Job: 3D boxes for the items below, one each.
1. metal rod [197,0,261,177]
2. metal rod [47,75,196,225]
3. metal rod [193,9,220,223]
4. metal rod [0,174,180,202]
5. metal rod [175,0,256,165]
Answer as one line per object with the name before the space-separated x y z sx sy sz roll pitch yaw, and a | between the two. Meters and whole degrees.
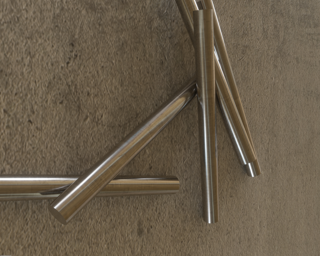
metal rod | 0.114 -0.055 0.499 0.025 0.025 0.298 -33 111 -35
metal rod | -0.009 -0.003 0.377 0.302 0.025 0.025 -44 117 -37
metal rod | 0.066 -0.005 0.428 0.025 0.025 0.298 -19 111 -39
metal rod | -0.097 0.061 0.323 0.302 0.025 0.025 8 85 -40
metal rod | 0.069 -0.090 0.429 0.025 0.025 0.299 -27 97 -37
